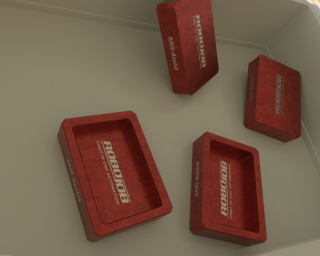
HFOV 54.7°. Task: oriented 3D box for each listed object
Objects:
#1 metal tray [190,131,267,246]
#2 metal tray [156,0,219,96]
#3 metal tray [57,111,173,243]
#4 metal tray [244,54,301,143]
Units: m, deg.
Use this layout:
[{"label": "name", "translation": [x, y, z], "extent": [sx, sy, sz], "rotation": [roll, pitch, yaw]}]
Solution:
[{"label": "metal tray", "translation": [0.087, 0.077, 0.402], "extent": [0.091, 0.030, 0.130], "rotation": [19, 54, -18]}, {"label": "metal tray", "translation": [0.045, -0.124, 0.449], "extent": [0.091, 0.030, 0.129], "rotation": [-42, 130, -39]}, {"label": "metal tray", "translation": [-0.051, 0.047, 0.345], "extent": [0.091, 0.030, 0.130], "rotation": [-10, 67, -32]}, {"label": "metal tray", "translation": [0.191, -0.050, 0.521], "extent": [0.091, 0.030, 0.130], "rotation": [19, 65, -17]}]
